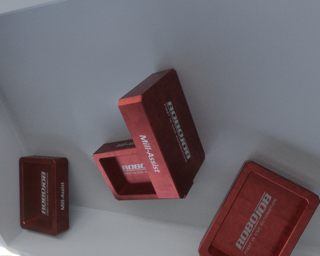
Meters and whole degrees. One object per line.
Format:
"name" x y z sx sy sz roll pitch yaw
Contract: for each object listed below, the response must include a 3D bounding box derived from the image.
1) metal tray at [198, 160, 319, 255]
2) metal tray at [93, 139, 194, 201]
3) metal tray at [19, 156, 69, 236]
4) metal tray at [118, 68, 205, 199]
"metal tray" 0.115 0.115 0.371 0.090 0.030 0.129 28 94 12
"metal tray" -0.027 0.061 0.457 0.130 0.030 0.090 -10 114 32
"metal tray" -0.206 0.116 0.550 0.090 0.030 0.129 0 91 28
"metal tray" 0.008 0.006 0.365 0.030 0.090 0.129 -8 115 32
